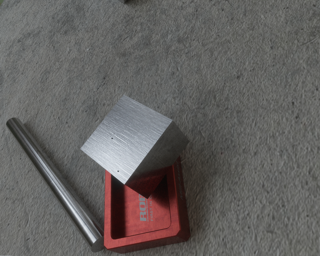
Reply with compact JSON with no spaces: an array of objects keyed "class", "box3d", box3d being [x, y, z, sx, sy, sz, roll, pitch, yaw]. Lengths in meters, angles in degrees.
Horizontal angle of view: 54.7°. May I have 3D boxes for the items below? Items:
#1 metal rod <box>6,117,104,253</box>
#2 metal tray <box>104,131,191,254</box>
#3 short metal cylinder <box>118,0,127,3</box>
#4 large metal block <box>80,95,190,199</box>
[{"class":"metal rod","box3d":[-0.162,0.063,0.450,0.025,0.025,0.300,-49,52,-6]},{"class":"metal tray","box3d":[-0.019,0.072,0.366,0.090,0.030,0.130,-18,55,18]},{"class":"short metal cylinder","box3d":[-0.076,-0.285,0.584,0.050,0.080,0.080,-42,51,0]},{"class":"large metal block","box3d":[-0.028,0.020,0.351,0.080,0.050,0.080,29,78,37]}]
